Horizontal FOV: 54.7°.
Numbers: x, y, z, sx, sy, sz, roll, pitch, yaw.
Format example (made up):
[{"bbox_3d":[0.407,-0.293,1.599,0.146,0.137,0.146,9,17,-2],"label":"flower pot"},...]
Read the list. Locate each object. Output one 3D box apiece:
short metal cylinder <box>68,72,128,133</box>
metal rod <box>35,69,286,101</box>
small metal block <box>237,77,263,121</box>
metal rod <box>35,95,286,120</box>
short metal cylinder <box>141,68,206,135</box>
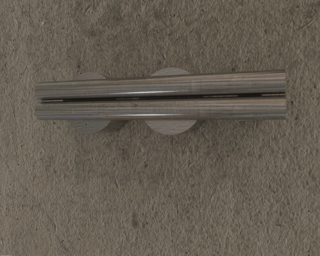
[{"bbox_3d":[-0.084,-0.033,0.426,0.080,0.050,0.080,0,90,20],"label":"short metal cylinder"},{"bbox_3d":[-0.016,-0.048,0.362,0.301,0.025,0.025,0,90,19],"label":"metal rod"},{"bbox_3d":[0.106,-0.033,0.361,0.025,0.050,0.050,-2,89,20],"label":"small metal block"},{"bbox_3d":[-0.016,-0.022,0.362,0.301,0.025,0.025,0,90,19],"label":"metal rod"},{"bbox_3d":[0.020,-0.032,0.390,0.080,0.050,0.080,0,90,20],"label":"short metal cylinder"}]
